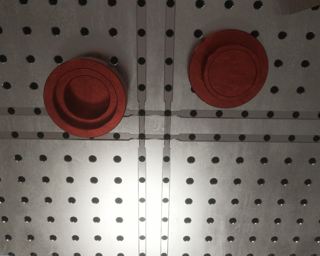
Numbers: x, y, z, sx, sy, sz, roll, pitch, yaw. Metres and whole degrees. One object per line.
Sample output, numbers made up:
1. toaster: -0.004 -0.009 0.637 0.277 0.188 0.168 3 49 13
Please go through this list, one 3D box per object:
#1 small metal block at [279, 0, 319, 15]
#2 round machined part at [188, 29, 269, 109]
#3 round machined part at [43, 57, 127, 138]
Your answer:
1. small metal block: 0.165 -0.163 0.356 0.050 0.025 0.050 -18 109 6
2. round machined part: 0.084 -0.070 0.380 0.099 0.042 0.097 0 110 -1
3. round machined part: -0.090 -0.040 0.388 0.099 0.042 0.097 0 110 -1
